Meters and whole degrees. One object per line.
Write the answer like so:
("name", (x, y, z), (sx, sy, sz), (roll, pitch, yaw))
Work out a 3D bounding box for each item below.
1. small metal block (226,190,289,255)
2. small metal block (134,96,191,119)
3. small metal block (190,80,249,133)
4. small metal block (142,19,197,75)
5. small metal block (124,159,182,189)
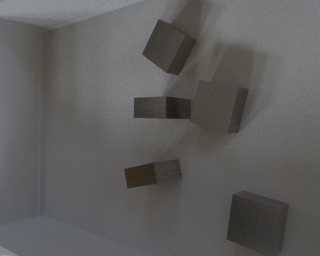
("small metal block", (0.101, 0.098, 0.322), (0.050, 0.025, 0.050), (11, 97, 39))
("small metal block", (0.003, -0.024, 0.386), (0.050, 0.050, 0.025), (2, 92, 39))
("small metal block", (0.066, -0.025, 0.351), (0.050, 0.025, 0.050), (18, 102, 38))
("small metal block", (0.011, -0.103, 0.396), (0.050, 0.025, 0.050), (43, 116, 31))
("small metal block", (-0.008, 0.058, 0.396), (0.050, 0.050, 0.025), (-17, 79, 38))
